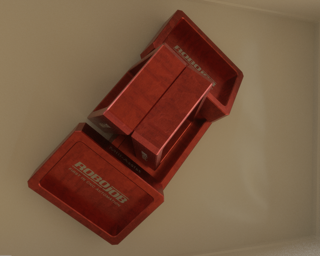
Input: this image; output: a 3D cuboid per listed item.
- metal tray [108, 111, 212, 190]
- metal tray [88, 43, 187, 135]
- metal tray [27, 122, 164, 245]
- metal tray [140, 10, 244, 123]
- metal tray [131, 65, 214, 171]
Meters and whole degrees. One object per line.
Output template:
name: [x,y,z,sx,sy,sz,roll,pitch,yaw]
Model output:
metal tray: [0.001,0.006,0.407,0.090,0.030,0.130,41,77,-16]
metal tray: [-0.032,-0.037,0.341,0.030,0.130,0.090,42,77,-15]
metal tray: [-0.071,0.067,0.362,0.130,0.030,0.090,42,101,-16]
metal tray: [0.047,-0.081,0.406,0.130,0.030,0.090,41,52,-16]
metal tray: [0.011,-0.003,0.345,0.030,0.130,0.090,37,77,7]
